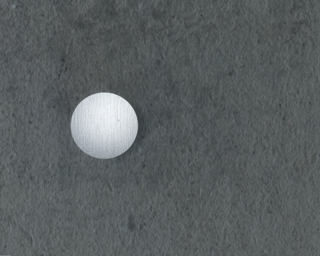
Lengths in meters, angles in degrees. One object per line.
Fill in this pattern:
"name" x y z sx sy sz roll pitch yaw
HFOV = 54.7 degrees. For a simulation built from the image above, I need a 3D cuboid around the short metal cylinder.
"short metal cylinder" -0.067 -0.003 0.397 0.081 0.050 0.079 0 90 -1
